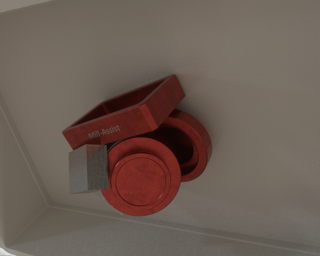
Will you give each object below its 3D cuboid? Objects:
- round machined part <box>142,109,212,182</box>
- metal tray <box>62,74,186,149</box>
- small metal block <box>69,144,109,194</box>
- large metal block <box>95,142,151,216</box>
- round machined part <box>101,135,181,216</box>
[{"bbox_3d":[0.020,0.018,0.397,0.098,0.042,0.097,13,124,20],"label":"round machined part"},{"bbox_3d":[-0.044,-0.017,0.375,0.130,0.090,0.030,-16,111,34],"label":"metal tray"},{"bbox_3d":[-0.084,0.049,0.360,0.050,0.025,0.050,-23,68,49],"label":"small metal block"},{"bbox_3d":[-0.053,0.059,0.435,0.080,0.080,0.050,39,129,1],"label":"large metal block"},{"bbox_3d":[-0.023,0.059,0.368,0.099,0.042,0.097,-1,96,-6],"label":"round machined part"}]
